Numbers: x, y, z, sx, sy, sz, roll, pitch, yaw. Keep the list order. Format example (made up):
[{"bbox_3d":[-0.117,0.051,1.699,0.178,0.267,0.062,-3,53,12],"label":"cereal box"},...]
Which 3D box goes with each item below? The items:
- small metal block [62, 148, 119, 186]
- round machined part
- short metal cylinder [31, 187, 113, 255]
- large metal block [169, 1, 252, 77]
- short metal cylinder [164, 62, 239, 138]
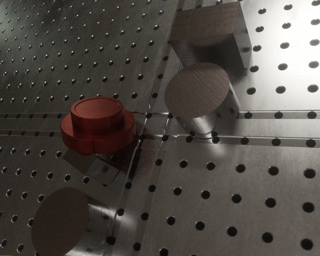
[{"bbox_3d":[-0.090,0.048,0.408,0.050,0.050,0.025,26,80,36],"label":"small metal block"},{"bbox_3d":[-0.082,-0.010,0.412,0.099,0.042,0.098,1,30,0],"label":"round machined part"},{"bbox_3d":[-0.104,0.118,0.373,0.080,0.050,0.080,-13,57,20],"label":"short metal cylinder"},{"bbox_3d":[0.069,-0.110,0.403,0.080,0.080,0.050,1,63,28],"label":"large metal block"},{"bbox_3d":[0.052,-0.034,0.385,0.080,0.050,0.080,-13,56,20],"label":"short metal cylinder"}]
